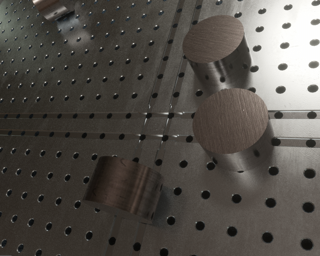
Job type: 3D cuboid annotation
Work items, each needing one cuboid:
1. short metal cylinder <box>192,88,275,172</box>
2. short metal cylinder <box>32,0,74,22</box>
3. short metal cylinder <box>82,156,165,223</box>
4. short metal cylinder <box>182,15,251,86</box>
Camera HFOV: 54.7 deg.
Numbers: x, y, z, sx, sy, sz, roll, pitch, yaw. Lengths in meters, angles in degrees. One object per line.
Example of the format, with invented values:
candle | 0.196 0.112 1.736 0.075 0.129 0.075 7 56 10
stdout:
short metal cylinder | 0.083 0.003 0.347 0.080 0.050 0.080 -13 56 20
short metal cylinder | -0.228 -0.275 0.658 0.050 0.080 0.080 -22 54 15
short metal cylinder | -0.040 0.071 0.349 0.080 0.080 0.050 4 64 30
short metal cylinder | 0.077 -0.103 0.414 0.080 0.050 0.080 -13 57 20
